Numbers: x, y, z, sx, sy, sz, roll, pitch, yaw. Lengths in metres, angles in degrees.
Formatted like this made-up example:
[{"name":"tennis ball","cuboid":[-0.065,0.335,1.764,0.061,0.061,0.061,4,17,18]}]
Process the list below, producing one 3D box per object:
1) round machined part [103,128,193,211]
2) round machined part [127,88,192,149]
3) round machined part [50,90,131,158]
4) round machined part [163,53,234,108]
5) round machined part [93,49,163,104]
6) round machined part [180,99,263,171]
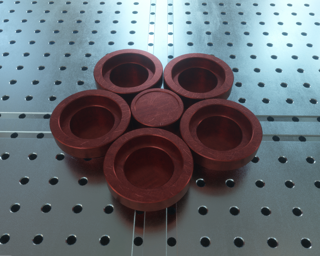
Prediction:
[{"name":"round machined part","cuboid":[-0.013,0.050,0.354,0.099,0.042,0.098,0,50,0]},{"name":"round machined part","cuboid":[-0.004,-0.015,0.409,0.099,0.042,0.098,0,50,0]},{"name":"round machined part","cuboid":[-0.085,-0.001,0.397,0.099,0.042,0.098,0,50,0]},{"name":"round machined part","cuboid":[0.054,-0.062,0.449,0.099,0.042,0.098,0,50,0]},{"name":"round machined part","cuboid":[-0.045,-0.070,0.455,0.099,0.042,0.098,0,50,0]},{"name":"round machined part","cuboid":[0.073,0.012,0.387,0.099,0.042,0.098,0,50,0]}]
